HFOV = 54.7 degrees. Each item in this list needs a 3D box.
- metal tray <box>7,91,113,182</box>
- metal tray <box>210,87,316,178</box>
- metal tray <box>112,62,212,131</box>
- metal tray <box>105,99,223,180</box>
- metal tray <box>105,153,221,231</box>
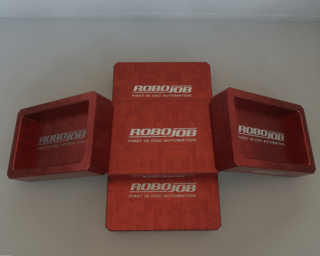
[{"bbox_3d":[-0.120,0.014,0.367,0.130,0.030,0.090,-9,69,28],"label":"metal tray"},{"bbox_3d":[0.124,0.009,0.369,0.131,0.030,0.090,9,68,-28],"label":"metal tray"},{"bbox_3d":[0.003,-0.043,0.420,0.131,0.030,0.090,0,70,-1],"label":"metal tray"},{"bbox_3d":[0.004,0.013,0.368,0.131,0.030,0.090,-1,70,-1],"label":"metal tray"},{"bbox_3d":[0.004,0.078,0.375,0.131,0.030,0.090,0,70,-1],"label":"metal tray"}]
